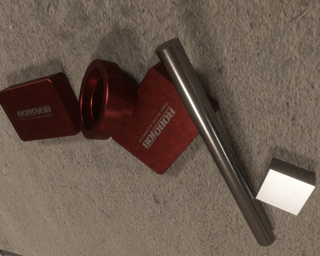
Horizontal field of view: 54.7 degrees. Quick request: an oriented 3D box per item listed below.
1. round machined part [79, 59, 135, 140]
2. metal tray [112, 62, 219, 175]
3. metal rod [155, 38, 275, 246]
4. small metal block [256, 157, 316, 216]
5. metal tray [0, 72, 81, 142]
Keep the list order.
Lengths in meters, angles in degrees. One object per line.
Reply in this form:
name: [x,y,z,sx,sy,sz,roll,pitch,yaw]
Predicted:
round machined part: [-0.065,-0.033,0.386,0.098,0.042,0.097,-12,75,56]
metal tray: [0.001,-0.008,0.397,0.090,0.030,0.129,38,129,2]
metal rod: [0.076,0.036,0.359,0.025,0.025,0.299,-13,121,33]
small metal block: [0.150,0.070,0.371,0.050,0.025,0.050,21,126,15]
metal tray: [-0.184,-0.029,0.480,0.130,0.030,0.090,-7,115,31]
